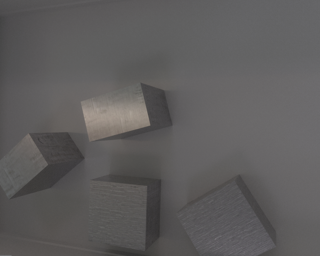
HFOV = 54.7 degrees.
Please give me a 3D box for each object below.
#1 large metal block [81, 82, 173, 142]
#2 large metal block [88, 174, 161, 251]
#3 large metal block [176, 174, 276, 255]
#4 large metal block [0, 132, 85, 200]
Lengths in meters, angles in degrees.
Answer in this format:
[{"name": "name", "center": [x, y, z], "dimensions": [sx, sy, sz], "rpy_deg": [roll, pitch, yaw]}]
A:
[{"name": "large metal block", "center": [-0.039, -0.017, 0.395], "dimensions": [0.080, 0.080, 0.050], "rpy_deg": [-15, 85, 19]}, {"name": "large metal block", "center": [-0.046, 0.109, 0.413], "dimensions": [0.080, 0.050, 0.080], "rpy_deg": [2, 91, 20]}, {"name": "large metal block", "center": [0.079, 0.113, 0.369], "dimensions": [0.080, 0.050, 0.080], "rpy_deg": [-34, 79, 17]}, {"name": "large metal block", "center": [-0.171, 0.051, 0.442], "dimensions": [0.080, 0.080, 0.050], "rpy_deg": [-39, 78, 16]}]
